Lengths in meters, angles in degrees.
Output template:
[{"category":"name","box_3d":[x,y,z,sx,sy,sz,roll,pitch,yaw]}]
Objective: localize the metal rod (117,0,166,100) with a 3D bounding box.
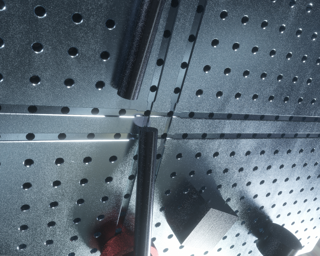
[{"category":"metal rod","box_3d":[0.005,-0.169,0.309,0.025,0.025,0.298,4,116,-31]}]

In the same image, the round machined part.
[{"category":"round machined part","box_3d":[-0.055,0.208,0.498,0.099,0.042,0.097,-14,124,-21]}]

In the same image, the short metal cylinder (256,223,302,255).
[{"category":"short metal cylinder","box_3d":[0.258,0.253,0.673,0.081,0.080,0.050,14,111,-34]}]

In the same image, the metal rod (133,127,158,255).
[{"category":"metal rod","box_3d":[-0.024,0.145,0.444,0.025,0.025,0.298,-4,107,-27]}]

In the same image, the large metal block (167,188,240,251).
[{"category":"large metal block","box_3d":[0.075,0.159,0.534,0.080,0.050,0.080,27,103,-38]}]
